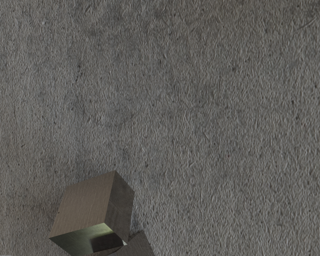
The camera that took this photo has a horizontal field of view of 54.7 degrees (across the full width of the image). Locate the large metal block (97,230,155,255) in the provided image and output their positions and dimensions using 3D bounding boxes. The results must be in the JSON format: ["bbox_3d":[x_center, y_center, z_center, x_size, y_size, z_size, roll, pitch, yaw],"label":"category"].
[{"bbox_3d":[-0.040,0.189,0.394,0.050,0.080,0.080,-29,81,18],"label":"large metal block"}]

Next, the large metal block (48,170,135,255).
[{"bbox_3d":[-0.085,0.111,0.403,0.080,0.080,0.050,-20,125,19],"label":"large metal block"}]
